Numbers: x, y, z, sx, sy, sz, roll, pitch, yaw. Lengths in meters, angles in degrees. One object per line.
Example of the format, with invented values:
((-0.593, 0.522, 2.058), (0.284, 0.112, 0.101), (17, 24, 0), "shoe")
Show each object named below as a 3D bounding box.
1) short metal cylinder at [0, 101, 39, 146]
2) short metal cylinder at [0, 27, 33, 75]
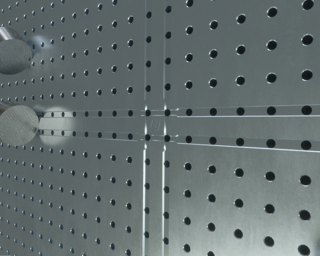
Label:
((-0.289, -0.009, 0.608), (0.050, 0.081, 0.079), (15, 100, 39), "short metal cylinder")
((-0.307, -0.155, 0.623), (0.050, 0.081, 0.080), (46, 117, 30), "short metal cylinder")
